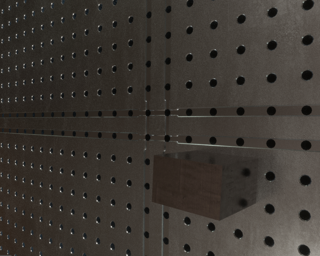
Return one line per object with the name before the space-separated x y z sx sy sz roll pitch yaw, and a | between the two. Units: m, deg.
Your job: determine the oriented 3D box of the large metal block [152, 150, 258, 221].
large metal block | 0.049 0.055 0.332 0.080 0.081 0.050 4 93 39
